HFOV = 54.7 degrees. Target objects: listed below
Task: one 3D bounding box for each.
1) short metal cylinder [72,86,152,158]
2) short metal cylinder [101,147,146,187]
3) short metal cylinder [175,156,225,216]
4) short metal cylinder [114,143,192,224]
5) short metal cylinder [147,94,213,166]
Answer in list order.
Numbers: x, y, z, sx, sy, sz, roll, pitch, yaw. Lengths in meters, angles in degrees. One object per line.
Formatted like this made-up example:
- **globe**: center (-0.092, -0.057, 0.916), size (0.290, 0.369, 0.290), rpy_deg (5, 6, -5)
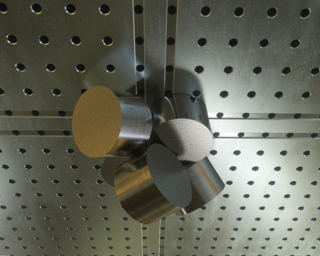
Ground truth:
- **short metal cylinder**: center (-0.056, -0.005, 0.361), size (0.080, 0.080, 0.050), rpy_deg (-38, 155, 27)
- **short metal cylinder**: center (-0.038, 0.043, 0.431), size (0.081, 0.050, 0.079), rpy_deg (0, 130, 0)
- **short metal cylinder**: center (0.043, 0.078, 0.434), size (0.080, 0.080, 0.050), rpy_deg (-33, 88, 24)
- **short metal cylinder**: center (-0.007, 0.065, 0.363), size (0.050, 0.080, 0.080), rpy_deg (-34, 123, 25)
- **short metal cylinder**: center (0.025, 0.003, 0.398), size (0.081, 0.050, 0.079), rpy_deg (0, 130, 0)
